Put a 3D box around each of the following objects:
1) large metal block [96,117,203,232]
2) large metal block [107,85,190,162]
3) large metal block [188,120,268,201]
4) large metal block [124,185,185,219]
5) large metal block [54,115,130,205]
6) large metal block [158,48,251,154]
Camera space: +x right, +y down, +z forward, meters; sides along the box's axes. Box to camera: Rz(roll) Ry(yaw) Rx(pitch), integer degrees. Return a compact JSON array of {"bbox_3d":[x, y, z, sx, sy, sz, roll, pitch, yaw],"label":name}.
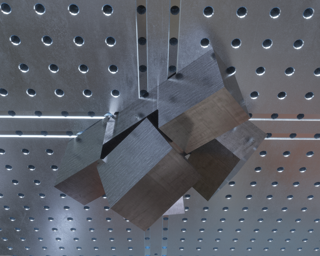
[{"bbox_3d":[-0.015,0.046,0.332,0.080,0.080,0.050,-44,121,1],"label":"large metal block"},{"bbox_3d":[-0.009,0.006,0.401,0.080,0.050,0.080,-32,123,24],"label":"large metal block"},{"bbox_3d":[0.080,0.034,0.396,0.050,0.081,0.080,42,130,19],"label":"large metal block"},{"bbox_3d":[-0.007,0.087,0.440,0.080,0.080,0.050,-7,93,6],"label":"large metal block"},{"bbox_3d":[-0.084,0.042,0.409,0.080,0.080,0.050,-31,124,23],"label":"large metal block"},{"bbox_3d":[0.045,-0.031,0.349,0.080,0.080,0.050,-32,124,24],"label":"large metal block"}]
